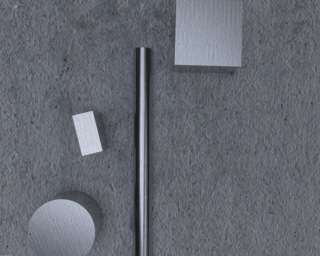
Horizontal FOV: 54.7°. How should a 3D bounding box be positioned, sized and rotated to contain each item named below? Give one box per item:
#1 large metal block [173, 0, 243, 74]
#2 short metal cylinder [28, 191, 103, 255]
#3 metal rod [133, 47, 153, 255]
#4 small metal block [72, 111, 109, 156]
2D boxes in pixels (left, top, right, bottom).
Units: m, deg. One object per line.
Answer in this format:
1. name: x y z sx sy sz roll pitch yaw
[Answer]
1. large metal block: 0.059 -0.115 0.398 0.081 0.050 0.080 2 90 0
2. short metal cylinder: -0.118 0.125 0.397 0.081 0.050 0.080 0 90 0
3. metal rod: -0.023 0.046 0.409 0.025 0.025 0.298 0 90 0
4. small metal block: -0.087 0.006 0.397 0.025 0.050 0.050 -14 90 0
